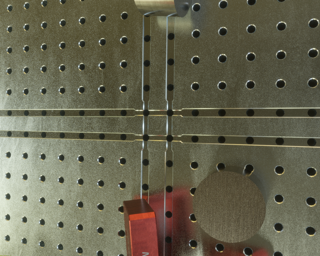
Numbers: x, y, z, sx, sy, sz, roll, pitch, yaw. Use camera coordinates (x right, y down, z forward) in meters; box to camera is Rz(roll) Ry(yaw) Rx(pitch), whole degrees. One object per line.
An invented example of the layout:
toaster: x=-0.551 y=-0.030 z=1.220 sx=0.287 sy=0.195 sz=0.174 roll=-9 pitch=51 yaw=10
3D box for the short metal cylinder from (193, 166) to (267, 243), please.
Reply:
short metal cylinder: x=0.084 y=0.088 z=0.369 sx=0.080 sy=0.050 sz=0.079 roll=0 pitch=90 yaw=20

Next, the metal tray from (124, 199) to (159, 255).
metal tray: x=-0.023 y=0.161 z=0.384 sx=0.030 sy=0.090 sz=0.129 roll=-4 pitch=88 yaw=-11

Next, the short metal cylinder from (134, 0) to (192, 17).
short metal cylinder: x=0.006 y=-0.180 z=0.381 sx=0.050 sy=0.080 sz=0.079 roll=10 pitch=94 yaw=20
